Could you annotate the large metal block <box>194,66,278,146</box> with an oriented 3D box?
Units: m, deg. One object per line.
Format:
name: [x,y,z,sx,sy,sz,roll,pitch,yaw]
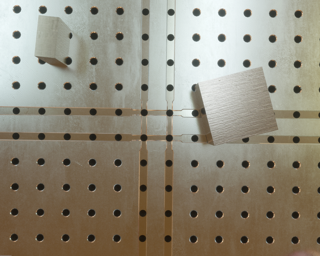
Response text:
large metal block: [0.095,-0.027,0.402,0.080,0.050,0.080,-14,90,0]

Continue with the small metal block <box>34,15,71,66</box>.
small metal block: [-0.137,-0.111,0.400,0.025,0.050,0.050,6,90,0]
